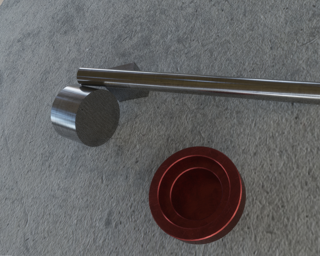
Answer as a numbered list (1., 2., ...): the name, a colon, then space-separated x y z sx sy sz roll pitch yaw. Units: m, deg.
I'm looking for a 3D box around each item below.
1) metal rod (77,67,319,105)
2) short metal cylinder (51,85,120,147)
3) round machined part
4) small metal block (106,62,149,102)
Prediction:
1. metal rod: 0.034 -0.055 0.383 0.301 0.025 0.025 7 65 18
2. short metal cylinder: -0.103 -0.018 0.434 0.050 0.080 0.080 15 70 34
3. round machined part: 0.041 0.072 0.327 0.098 0.042 0.098 -13 56 21
4. small metal block: -0.049 -0.066 0.454 0.050 0.050 0.025 -8 58 24
